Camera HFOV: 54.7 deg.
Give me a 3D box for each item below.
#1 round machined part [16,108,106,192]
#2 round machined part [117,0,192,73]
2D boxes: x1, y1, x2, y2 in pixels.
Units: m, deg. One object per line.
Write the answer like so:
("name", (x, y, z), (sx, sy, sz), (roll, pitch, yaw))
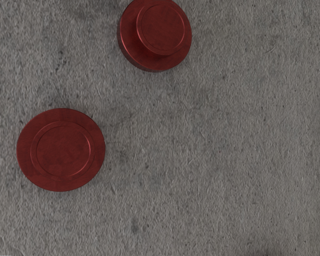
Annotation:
("round machined part", (-0.112, 0.025, 0.359), (0.099, 0.042, 0.097), (0, 90, -20))
("round machined part", (-0.003, -0.123, 0.399), (0.099, 0.042, 0.097), (0, 90, -20))
